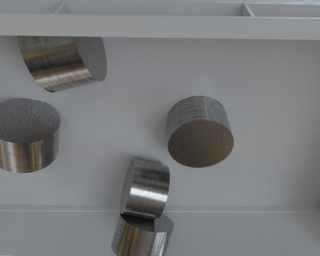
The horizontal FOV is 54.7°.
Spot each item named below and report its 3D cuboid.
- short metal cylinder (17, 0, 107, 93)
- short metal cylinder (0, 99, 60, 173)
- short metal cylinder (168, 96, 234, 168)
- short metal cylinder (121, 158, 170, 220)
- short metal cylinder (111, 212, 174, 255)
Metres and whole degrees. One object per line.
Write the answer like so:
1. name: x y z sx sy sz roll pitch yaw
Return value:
1. short metal cylinder: -0.092 -0.079 0.304 0.050 0.080 0.080 -12 129 10
2. short metal cylinder: -0.165 0.008 0.378 0.081 0.080 0.050 11 129 -9
3. short metal cylinder: 0.050 0.006 0.398 0.081 0.050 0.079 0 130 0
4. short metal cylinder: -0.023 0.088 0.448 0.050 0.080 0.079 14 129 -12
5. short metal cylinder: -0.025 0.154 0.450 0.081 0.080 0.050 14 96 -12
